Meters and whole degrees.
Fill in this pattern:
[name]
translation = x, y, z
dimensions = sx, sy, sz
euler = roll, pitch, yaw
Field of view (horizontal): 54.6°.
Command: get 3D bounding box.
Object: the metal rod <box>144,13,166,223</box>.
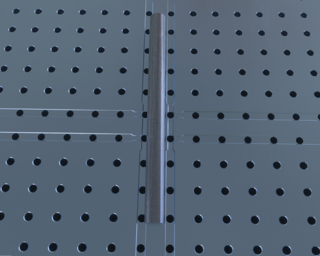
[metal rod]
translation = -0.005, -0.027, 0.422
dimensions = 0.025, 0.025, 0.299
euler = 1, 70, 0
